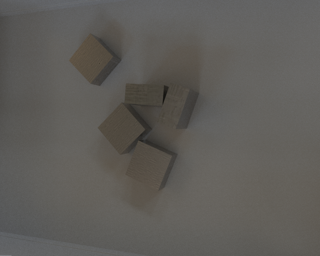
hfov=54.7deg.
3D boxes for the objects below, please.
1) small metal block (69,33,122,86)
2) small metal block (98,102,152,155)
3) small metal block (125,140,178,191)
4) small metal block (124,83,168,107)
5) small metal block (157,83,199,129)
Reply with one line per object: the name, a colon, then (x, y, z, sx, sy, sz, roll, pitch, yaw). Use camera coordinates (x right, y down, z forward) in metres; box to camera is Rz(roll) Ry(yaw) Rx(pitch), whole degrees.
small metal block: (-0.093, -0.097, 0.442, 0.050, 0.025, 0.050, 46, 104, 14)
small metal block: (-0.048, 0.001, 0.426, 0.050, 0.025, 0.050, -45, 77, 14)
small metal block: (-0.011, 0.049, 0.414, 0.050, 0.025, 0.050, 24, 98, 18)
small metal block: (-0.011, -0.041, 0.400, 0.050, 0.050, 0.025, 5, 92, 19)
small metal block: (0.024, -0.026, 0.388, 0.025, 0.050, 0.050, 21, 97, 18)
